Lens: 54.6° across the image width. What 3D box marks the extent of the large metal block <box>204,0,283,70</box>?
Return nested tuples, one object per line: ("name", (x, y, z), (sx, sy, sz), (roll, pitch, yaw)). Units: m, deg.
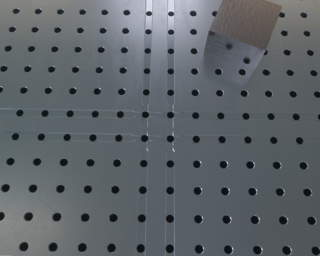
("large metal block", (0.119, -0.144, 0.452), (0.080, 0.050, 0.080), (22, 72, 8))
